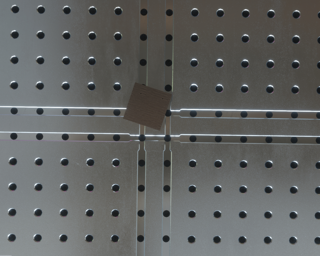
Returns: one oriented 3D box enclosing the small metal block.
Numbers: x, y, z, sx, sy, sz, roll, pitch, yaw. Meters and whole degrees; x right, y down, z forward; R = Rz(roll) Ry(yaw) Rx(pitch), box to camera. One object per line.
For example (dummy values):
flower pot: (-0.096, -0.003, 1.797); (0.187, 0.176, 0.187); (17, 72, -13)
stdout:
small metal block: (-0.016, -0.028, 0.413); (0.050, 0.025, 0.050); (18, 90, -1)
